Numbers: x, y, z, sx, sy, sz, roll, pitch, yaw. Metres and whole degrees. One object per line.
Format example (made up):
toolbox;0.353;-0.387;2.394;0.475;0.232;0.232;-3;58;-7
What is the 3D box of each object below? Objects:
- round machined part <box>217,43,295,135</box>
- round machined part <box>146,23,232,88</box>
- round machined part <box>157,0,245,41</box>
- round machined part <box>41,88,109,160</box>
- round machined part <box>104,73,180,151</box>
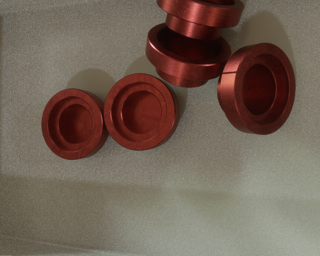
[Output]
round machined part;0.103;-0.043;0.346;0.042;0.099;0.097;8;94;57
round machined part;0.031;-0.085;0.371;0.098;0.099;0.042;29;135;17
round machined part;0.044;-0.136;0.362;0.098;0.099;0.042;28;127;17
round machined part;-0.115;-0.005;0.440;0.098;0.042;0.097;0;90;19
round machined part;-0.021;-0.020;0.408;0.098;0.042;0.097;0;90;19
